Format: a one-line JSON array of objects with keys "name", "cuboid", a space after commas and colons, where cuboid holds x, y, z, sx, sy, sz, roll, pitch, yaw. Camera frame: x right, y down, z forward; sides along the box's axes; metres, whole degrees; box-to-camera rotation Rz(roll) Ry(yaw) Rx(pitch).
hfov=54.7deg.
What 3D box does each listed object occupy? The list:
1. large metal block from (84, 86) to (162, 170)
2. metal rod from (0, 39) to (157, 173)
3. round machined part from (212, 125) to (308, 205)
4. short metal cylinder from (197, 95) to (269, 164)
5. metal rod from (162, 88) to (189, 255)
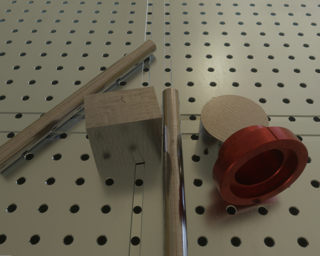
[{"name": "large metal block", "cuboid": [-0.042, 0.001, 0.370, 0.081, 0.080, 0.050, -9, 51, -8]}, {"name": "metal rod", "cuboid": [-0.107, -0.047, 0.445, 0.025, 0.025, 0.301, 30, 56, 23]}, {"name": "round machined part", "cuboid": [0.102, 0.035, 0.333, 0.099, 0.097, 0.042, -12, 42, -10]}, {"name": "short metal cylinder", "cuboid": [0.089, 0.004, 0.389, 0.081, 0.050, 0.080, 0, 50, 0]}, {"name": "metal rod", "cuboid": [0.016, 0.066, 0.352, 0.025, 0.025, 0.300, 0, 50, 0]}]
